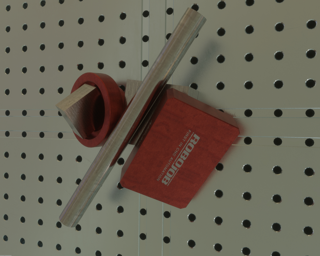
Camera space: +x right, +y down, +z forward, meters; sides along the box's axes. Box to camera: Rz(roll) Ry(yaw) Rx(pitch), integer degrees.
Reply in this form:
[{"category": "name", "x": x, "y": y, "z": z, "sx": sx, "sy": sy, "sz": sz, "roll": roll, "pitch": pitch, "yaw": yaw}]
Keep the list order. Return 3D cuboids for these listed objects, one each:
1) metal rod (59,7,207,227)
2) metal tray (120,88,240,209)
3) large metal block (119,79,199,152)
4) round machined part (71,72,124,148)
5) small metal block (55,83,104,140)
[{"category": "metal rod", "x": -0.039, "y": -0.004, "z": 0.372, "sx": 0.025, "sy": 0.025, "sz": 0.299, "roll": 36, "pitch": 101, "yaw": 16}, {"category": "metal tray", "x": 0.020, "y": 0.029, "z": 0.366, "sx": 0.090, "sy": 0.030, "sz": 0.129, "roll": 24, "pitch": 115, "yaw": -14}, {"category": "large metal block", "x": -0.001, "y": -0.015, "z": 0.398, "sx": 0.080, "sy": 0.050, "sz": 0.079, "roll": 10, "pitch": 93, "yaw": 19}, {"category": "round machined part", "x": -0.079, "y": -0.024, "z": 0.416, "sx": 0.098, "sy": 0.042, "sz": 0.097, "roll": 4, "pitch": 95, "yaw": 44}, {"category": "small metal block", "x": -0.098, "y": -0.022, "z": 0.403, "sx": 0.050, "sy": 0.050, "sz": 0.025, "roll": -42, "pitch": 43, "yaw": -21}]
